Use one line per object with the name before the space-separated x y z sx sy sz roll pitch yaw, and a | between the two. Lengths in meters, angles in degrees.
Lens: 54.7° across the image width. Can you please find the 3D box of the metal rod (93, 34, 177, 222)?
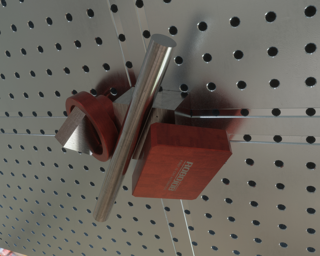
metal rod | -0.043 0.025 0.383 0.025 0.025 0.298 30 128 8

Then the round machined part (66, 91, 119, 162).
round machined part | -0.083 -0.006 0.421 0.098 0.042 0.097 37 145 32

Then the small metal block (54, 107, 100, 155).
small metal block | -0.102 0.004 0.413 0.025 0.050 0.050 38 95 35

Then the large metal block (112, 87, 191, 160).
large metal block | -0.007 -0.003 0.395 0.080 0.050 0.079 9 122 23

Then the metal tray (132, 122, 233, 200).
metal tray | 0.020 0.047 0.382 0.091 0.030 0.129 6 143 -13
